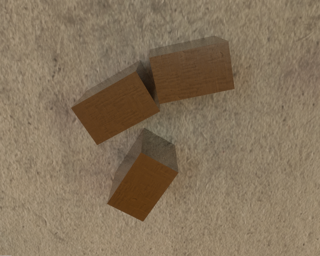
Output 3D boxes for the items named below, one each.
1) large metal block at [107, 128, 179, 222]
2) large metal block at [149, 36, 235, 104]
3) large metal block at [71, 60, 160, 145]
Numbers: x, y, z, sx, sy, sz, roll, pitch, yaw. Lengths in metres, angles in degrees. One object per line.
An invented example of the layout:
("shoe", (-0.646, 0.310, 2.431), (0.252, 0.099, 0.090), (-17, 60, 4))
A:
("large metal block", (-0.021, 0.057, 0.401), (0.050, 0.080, 0.080), (30, 107, -11))
("large metal block", (0.033, -0.070, 0.355), (0.080, 0.080, 0.050), (-11, 110, 4))
("large metal block", (-0.047, -0.033, 0.368), (0.080, 0.080, 0.050), (-28, 108, 9))
